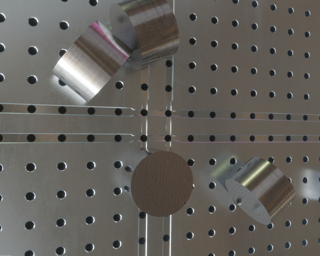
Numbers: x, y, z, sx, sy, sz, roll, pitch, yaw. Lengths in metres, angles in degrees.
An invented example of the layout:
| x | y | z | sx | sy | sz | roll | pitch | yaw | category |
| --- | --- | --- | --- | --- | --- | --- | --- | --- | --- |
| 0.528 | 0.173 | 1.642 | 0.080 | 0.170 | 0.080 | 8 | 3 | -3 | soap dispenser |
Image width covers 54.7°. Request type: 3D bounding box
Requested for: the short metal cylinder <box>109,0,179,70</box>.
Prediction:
| x | y | z | sx | sy | sz | roll | pitch | yaw | category |
| --- | --- | --- | --- | --- | --- | --- | --- | --- | --- |
| -0.020 | -0.118 | 0.376 | 0.050 | 0.080 | 0.080 | -27 | 99 | -18 | short metal cylinder |

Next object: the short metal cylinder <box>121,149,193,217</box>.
| x | y | z | sx | sy | sz | roll | pitch | yaw | category |
| --- | --- | --- | --- | --- | --- | --- | --- | --- | --- |
| -0.005 | 0.067 | 0.398 | 0.081 | 0.050 | 0.079 | 0 | 90 | -20 | short metal cylinder |

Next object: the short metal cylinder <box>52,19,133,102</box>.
| x | y | z | sx | sy | sz | roll | pitch | yaw | category |
| --- | --- | --- | --- | --- | --- | --- | --- | --- | --- |
| -0.076 | -0.076 | 0.355 | 0.050 | 0.080 | 0.080 | 41 | 77 | -16 | short metal cylinder |

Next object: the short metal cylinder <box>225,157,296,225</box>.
| x | y | z | sx | sy | sz | roll | pitch | yaw | category |
| --- | --- | --- | --- | --- | --- | --- | --- | --- | --- |
| 0.139 | 0.087 | 0.435 | 0.050 | 0.080 | 0.080 | -38 | 102 | -16 | short metal cylinder |
